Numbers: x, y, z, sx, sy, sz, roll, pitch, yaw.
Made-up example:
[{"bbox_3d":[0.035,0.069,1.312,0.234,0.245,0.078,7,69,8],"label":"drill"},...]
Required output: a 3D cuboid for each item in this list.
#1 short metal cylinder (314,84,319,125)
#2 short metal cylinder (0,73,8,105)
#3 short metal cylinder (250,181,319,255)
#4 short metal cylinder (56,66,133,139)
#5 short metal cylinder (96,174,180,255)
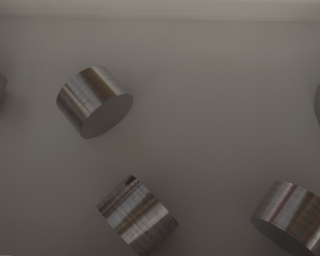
[{"bbox_3d":[0.243,-0.028,0.394,0.050,0.080,0.080,-8,70,-3],"label":"short metal cylinder"},{"bbox_3d":[-0.245,-0.049,0.395,0.080,0.080,0.050,7,70,2],"label":"short metal cylinder"},{"bbox_3d":[0.149,0.104,0.344,0.080,0.080,0.050,36,74,12],"label":"short metal cylinder"},{"bbox_3d":[-0.081,-0.031,0.391,0.080,0.080,0.050,-38,75,-13],"label":"short metal cylinder"},{"bbox_3d":[-0.025,0.098,0.345,0.050,0.080,0.080,-43,76,-14],"label":"short metal cylinder"}]
